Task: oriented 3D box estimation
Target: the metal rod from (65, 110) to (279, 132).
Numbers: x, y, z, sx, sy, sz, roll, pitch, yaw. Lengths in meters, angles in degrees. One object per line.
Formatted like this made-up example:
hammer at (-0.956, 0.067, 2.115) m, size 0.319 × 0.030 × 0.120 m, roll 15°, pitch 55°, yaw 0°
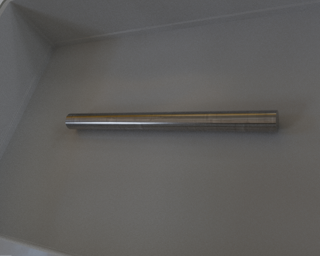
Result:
metal rod at (-0.004, -0.009, 0.409) m, size 0.300 × 0.025 × 0.025 m, roll 1°, pitch 62°, yaw 28°
